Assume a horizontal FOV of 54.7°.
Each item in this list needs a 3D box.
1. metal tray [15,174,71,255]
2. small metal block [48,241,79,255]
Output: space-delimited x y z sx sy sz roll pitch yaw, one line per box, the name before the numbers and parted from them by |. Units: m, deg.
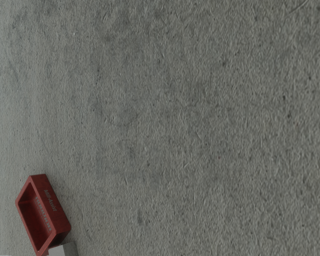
metal tray | -0.225 0.164 0.587 0.130 0.030 0.090 52 120 27
small metal block | -0.167 0.231 0.543 0.050 0.025 0.050 -29 72 36
